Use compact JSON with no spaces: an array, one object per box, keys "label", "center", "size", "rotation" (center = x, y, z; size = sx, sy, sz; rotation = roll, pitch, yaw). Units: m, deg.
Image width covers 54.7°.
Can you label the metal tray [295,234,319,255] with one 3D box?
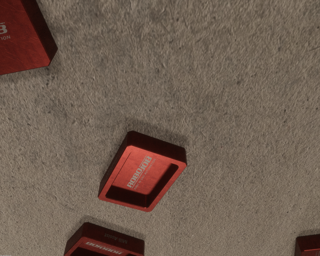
[{"label":"metal tray","center":[0.327,0.264,0.633],"size":[0.090,0.030,0.129],"rotation":[-10,130,8]}]

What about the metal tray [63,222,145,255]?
[{"label":"metal tray","center":[-0.107,0.235,0.602],"size":[0.131,0.030,0.090],"rotation":[27,125,-22]}]

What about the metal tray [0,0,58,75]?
[{"label":"metal tray","center":[-0.186,-0.099,0.317],"size":[0.131,0.030,0.090],"rotation":[-9,130,7]}]

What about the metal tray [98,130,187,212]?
[{"label":"metal tray","center":[-0.029,0.070,0.462],"size":[0.091,0.030,0.129],"rotation":[20,127,-17]}]
